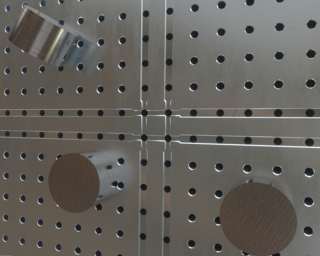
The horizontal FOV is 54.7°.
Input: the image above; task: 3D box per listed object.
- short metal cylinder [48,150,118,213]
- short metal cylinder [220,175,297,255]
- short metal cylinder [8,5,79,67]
[{"bbox_3d":[-0.107,0.073,0.436,0.080,0.050,0.079,0,90,19],"label":"short metal cylinder"},{"bbox_3d":[0.114,0.099,0.359,0.080,0.050,0.079,0,90,19],"label":"short metal cylinder"},{"bbox_3d":[-0.164,-0.130,0.439,0.080,0.080,0.050,35,101,16],"label":"short metal cylinder"}]
